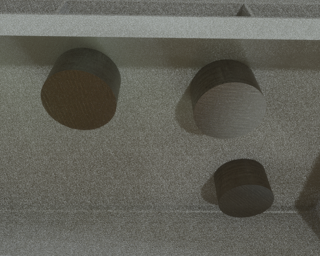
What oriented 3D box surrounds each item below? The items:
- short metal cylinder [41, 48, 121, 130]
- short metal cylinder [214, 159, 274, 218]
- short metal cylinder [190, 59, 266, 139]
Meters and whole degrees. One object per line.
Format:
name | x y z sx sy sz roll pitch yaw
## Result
short metal cylinder | -0.088 -0.044 0.354 0.081 0.050 0.079 0 130 0
short metal cylinder | 0.126 0.092 0.472 0.081 0.050 0.079 0 130 0
short metal cylinder | 0.078 -0.033 0.365 0.081 0.050 0.079 0 130 0
